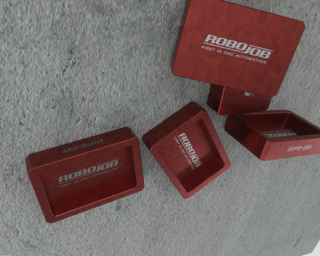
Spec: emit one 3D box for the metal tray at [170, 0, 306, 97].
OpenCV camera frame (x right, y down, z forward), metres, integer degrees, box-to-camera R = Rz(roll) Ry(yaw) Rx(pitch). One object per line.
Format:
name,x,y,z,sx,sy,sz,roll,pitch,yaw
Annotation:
metal tray,0.086,-0.094,0.359,0.131,0.030,0.089,12,115,-7

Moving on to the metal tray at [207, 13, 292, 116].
metal tray,0.120,-0.084,0.417,0.091,0.030,0.129,-7,122,-25

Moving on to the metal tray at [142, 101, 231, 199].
metal tray,0.043,0.036,0.448,0.090,0.030,0.130,-36,129,-5

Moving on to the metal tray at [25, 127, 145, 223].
metal tray,-0.088,0.058,0.391,0.131,0.030,0.089,-17,125,-19

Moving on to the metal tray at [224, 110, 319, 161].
metal tray,0.176,0.007,0.464,0.131,0.090,0.030,-3,120,-27
